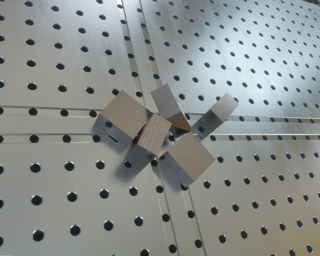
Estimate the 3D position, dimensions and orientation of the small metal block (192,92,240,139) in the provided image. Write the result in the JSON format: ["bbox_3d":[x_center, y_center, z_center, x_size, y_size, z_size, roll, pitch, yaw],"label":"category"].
[{"bbox_3d":[0.080,-0.018,0.445,0.025,0.050,0.050,45,51,3],"label":"small metal block"}]

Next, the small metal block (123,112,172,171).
[{"bbox_3d":[-0.015,0.017,0.372,0.025,0.050,0.050,32,53,-8],"label":"small metal block"}]

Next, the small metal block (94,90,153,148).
[{"bbox_3d":[-0.045,-0.012,0.391,0.050,0.025,0.050,38,51,-3],"label":"small metal block"}]

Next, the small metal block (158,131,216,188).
[{"bbox_3d":[0.036,0.040,0.402,0.050,0.025,0.050,48,51,5],"label":"small metal block"}]

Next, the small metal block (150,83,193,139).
[{"bbox_3d":[0.015,-0.022,0.405,0.025,0.050,0.050,-28,55,7],"label":"small metal block"}]
